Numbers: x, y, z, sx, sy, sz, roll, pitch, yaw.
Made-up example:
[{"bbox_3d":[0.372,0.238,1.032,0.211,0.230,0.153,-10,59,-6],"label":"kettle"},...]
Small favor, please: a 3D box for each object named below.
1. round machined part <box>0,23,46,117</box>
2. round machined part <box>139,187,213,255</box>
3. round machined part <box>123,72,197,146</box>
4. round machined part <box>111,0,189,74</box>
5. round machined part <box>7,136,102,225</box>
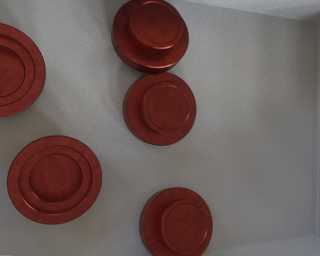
[{"bbox_3d":[-0.177,-0.060,0.336,0.099,0.042,0.097,0,90,-21],"label":"round machined part"},{"bbox_3d":[0.026,0.127,0.402,0.099,0.042,0.098,5,76,-20],"label":"round machined part"},{"bbox_3d":[0.004,-0.025,0.404,0.099,0.042,0.097,0,90,-21],"label":"round machined part"},{"bbox_3d":[-0.009,-0.121,0.387,0.099,0.042,0.098,4,75,-16],"label":"round machined part"},{"bbox_3d":[-0.120,0.057,0.358,0.099,0.042,0.097,0,90,-21],"label":"round machined part"}]
